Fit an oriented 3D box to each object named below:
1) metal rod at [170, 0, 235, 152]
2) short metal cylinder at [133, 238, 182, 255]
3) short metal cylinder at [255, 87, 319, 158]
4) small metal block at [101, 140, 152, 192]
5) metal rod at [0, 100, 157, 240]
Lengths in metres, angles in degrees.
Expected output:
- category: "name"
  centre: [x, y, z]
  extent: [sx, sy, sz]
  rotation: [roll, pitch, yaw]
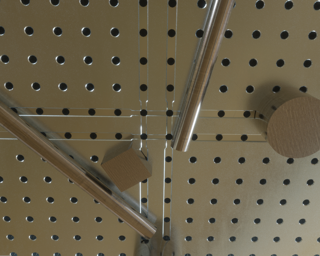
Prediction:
- category: "metal rod"
  centre: [0.063, -0.109, 0.373]
  extent: [0.025, 0.025, 0.298]
  rotation: [13, 110, -5]
- category: "short metal cylinder"
  centre: [-0.004, 0.220, 0.481]
  extent: [0.081, 0.050, 0.079]
  rotation: [0, 110, 0]
- category: "short metal cylinder"
  centre: [0.170, -0.008, 0.398]
  extent: [0.081, 0.050, 0.079]
  rotation: [0, 110, 0]
- category: "small metal block"
  centre: [-0.046, 0.054, 0.433]
  extent: [0.050, 0.025, 0.050]
  rotation: [-30, 108, 10]
- category: "metal rod"
  centre: [-0.121, 0.061, 0.434]
  extent: [0.300, 0.025, 0.025]
  rotation: [43, 105, -14]
